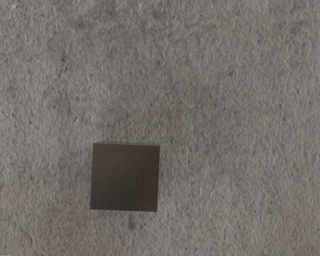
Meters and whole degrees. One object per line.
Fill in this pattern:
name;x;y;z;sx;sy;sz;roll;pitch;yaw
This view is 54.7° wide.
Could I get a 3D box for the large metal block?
large metal block;-0.042;0.060;0.397;0.081;0.050;0.079;3;90;-1
